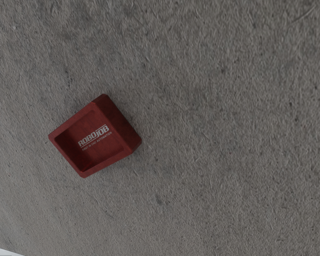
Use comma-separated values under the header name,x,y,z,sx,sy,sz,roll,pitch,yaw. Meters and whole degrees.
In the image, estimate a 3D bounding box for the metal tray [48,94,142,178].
name,x,y,z,sx,sy,sz,roll,pitch,yaw
metal tray,-0.101,0.017,0.467,0.130,0.030,0.090,-29,103,37
